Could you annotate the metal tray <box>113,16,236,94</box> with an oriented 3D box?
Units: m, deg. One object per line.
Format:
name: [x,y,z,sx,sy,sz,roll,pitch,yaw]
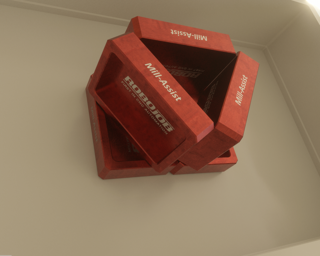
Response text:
metal tray: [0.015,-0.082,0.380,0.131,0.090,0.030,2,62,-27]

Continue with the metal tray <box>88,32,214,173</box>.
metal tray: [-0.016,-0.023,0.329,0.130,0.090,0.030,49,52,6]

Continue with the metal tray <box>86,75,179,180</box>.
metal tray: [-0.037,-0.005,0.385,0.091,0.030,0.130,0,61,-28]

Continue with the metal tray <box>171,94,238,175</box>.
metal tray: [0.045,-0.004,0.427,0.091,0.030,0.130,1,60,-27]

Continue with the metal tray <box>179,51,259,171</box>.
metal tray: [0.070,-0.021,0.373,0.030,0.090,0.130,31,52,-8]
